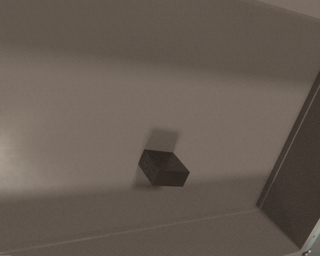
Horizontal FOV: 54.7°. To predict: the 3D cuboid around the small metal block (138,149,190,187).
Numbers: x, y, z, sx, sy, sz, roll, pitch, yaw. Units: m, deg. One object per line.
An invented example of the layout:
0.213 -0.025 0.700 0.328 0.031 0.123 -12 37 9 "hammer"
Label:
0.005 0.056 0.431 0.050 0.050 0.025 9 114 -33 "small metal block"
